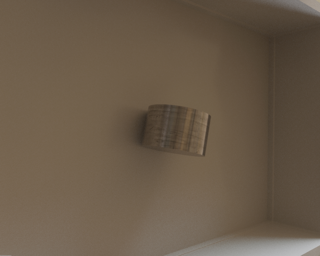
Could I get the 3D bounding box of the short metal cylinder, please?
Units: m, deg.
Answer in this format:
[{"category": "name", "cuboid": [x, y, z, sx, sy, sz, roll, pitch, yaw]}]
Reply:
[{"category": "short metal cylinder", "cuboid": [0.021, 0.005, 0.390, 0.081, 0.080, 0.050, 16, 80, -39]}]
